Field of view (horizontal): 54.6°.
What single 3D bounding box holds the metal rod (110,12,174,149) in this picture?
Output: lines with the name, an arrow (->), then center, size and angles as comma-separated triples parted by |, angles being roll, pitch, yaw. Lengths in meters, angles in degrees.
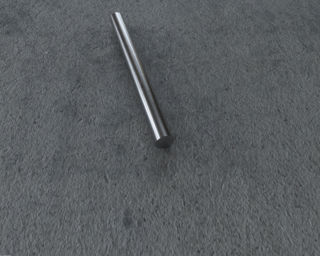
metal rod -> -0.037, -0.092, 0.480 | 0.025, 0.025, 0.300 | -13, 51, -11
